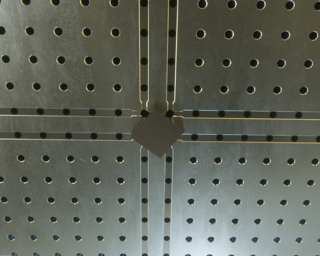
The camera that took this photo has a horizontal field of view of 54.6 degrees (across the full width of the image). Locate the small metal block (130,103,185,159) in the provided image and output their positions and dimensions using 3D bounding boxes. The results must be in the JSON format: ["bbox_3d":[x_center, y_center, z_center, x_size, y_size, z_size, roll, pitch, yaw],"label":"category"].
[{"bbox_3d":[-0.003,0.004,0.415,0.050,0.025,0.050,37,106,-13],"label":"small metal block"}]
